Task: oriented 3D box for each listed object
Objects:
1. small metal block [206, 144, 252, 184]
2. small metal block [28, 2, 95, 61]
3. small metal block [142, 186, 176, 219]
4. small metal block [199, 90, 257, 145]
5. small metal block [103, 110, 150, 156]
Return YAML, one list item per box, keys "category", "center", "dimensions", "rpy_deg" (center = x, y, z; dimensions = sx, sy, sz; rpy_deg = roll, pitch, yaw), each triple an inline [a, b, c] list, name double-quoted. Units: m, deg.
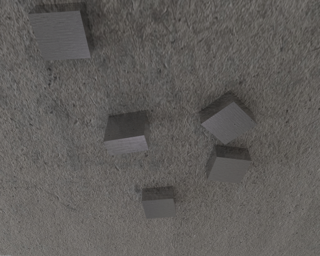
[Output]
- category: "small metal block"
  center: [0.099, 0.053, 0.454]
  dimensions: [0.050, 0.025, 0.050]
  rpy_deg: [7, 130, -7]
- category: "small metal block"
  center: [-0.100, -0.100, 0.321]
  dimensions: [0.050, 0.025, 0.050]
  rpy_deg: [-3, 130, 2]
- category: "small metal block"
  center: [-0.001, 0.124, 0.513]
  dimensions: [0.050, 0.025, 0.050]
  rpy_deg: [-6, 130, 5]
- category: "small metal block"
  center: [0.087, -0.013, 0.397]
  dimensions: [0.050, 0.025, 0.050]
  rpy_deg: [-37, 121, 27]
- category: "small metal block"
  center: [-0.041, 0.006, 0.395]
  dimensions: [0.050, 0.050, 0.025]
  rpy_deg: [-9, 130, 7]
